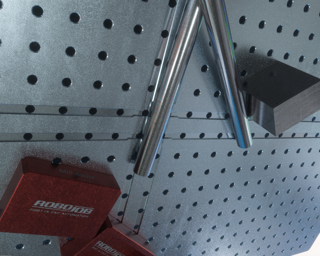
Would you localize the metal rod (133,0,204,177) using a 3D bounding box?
[{"bbox_3d":[0.018,-0.070,0.379,0.025,0.025,0.298,4,116,-31],"label":"metal rod"}]

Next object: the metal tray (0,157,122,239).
[{"bbox_3d":[-0.127,0.095,0.398,0.131,0.030,0.090,21,107,-36],"label":"metal tray"}]

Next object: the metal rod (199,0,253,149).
[{"bbox_3d":[0.089,-0.070,0.398,0.025,0.025,0.299,-34,136,-6],"label":"metal rod"}]

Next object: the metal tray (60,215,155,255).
[{"bbox_3d":[-0.079,0.198,0.488,0.090,0.030,0.130,-40,130,-1],"label":"metal tray"}]

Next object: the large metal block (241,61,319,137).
[{"bbox_3d":[0.167,-0.045,0.442,0.080,0.080,0.050,-29,129,-10],"label":"large metal block"}]
